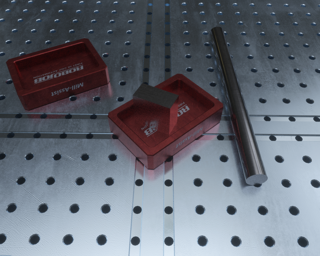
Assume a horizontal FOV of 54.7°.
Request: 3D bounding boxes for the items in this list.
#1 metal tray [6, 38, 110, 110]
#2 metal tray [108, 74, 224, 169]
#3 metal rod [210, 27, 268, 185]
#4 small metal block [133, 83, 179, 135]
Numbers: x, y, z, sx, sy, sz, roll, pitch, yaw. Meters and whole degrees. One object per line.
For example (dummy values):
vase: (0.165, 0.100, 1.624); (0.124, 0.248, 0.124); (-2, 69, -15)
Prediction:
metal tray: (-0.155, -0.086, 0.474); (0.131, 0.030, 0.090); (-22, 54, -18)
metal tray: (0.009, -0.015, 0.416); (0.131, 0.030, 0.090); (-33, 58, -25)
metal rod: (0.106, -0.055, 0.454); (0.025, 0.025, 0.300); (-1, 50, -2)
small metal block: (-0.005, -0.024, 0.394); (0.050, 0.050, 0.025); (21, 53, 16)
